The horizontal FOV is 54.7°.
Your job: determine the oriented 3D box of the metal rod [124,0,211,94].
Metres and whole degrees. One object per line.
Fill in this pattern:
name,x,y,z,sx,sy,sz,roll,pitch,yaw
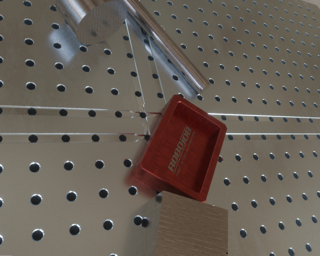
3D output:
metal rod,-0.024,-0.176,0.502,0.025,0.025,0.300,-33,80,-38

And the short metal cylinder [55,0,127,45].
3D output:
short metal cylinder,-0.092,-0.160,0.421,0.081,0.080,0.050,-28,78,-37

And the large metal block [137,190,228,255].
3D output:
large metal block,0.024,0.122,0.330,0.080,0.050,0.080,20,54,-16

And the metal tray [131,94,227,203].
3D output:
metal tray,0.030,0.027,0.404,0.090,0.030,0.130,32,52,-8
